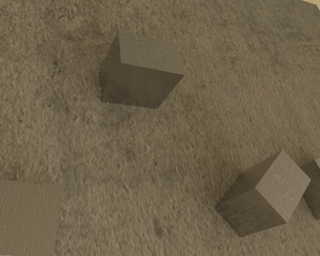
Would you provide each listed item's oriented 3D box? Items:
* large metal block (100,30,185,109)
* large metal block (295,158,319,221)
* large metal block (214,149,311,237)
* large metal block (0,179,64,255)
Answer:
[{"bbox_3d":[-0.026,-0.071,0.399,0.081,0.080,0.050,6,59,-26],"label":"large metal block"},{"bbox_3d":[0.264,0.087,0.480,0.081,0.050,0.080,-10,67,-33],"label":"large metal block"},{"bbox_3d":[0.128,0.083,0.389,0.050,0.080,0.080,48,51,5],"label":"large metal block"},{"bbox_3d":[-0.133,0.091,0.261,0.081,0.050,0.080,14,56,-21],"label":"large metal block"}]
